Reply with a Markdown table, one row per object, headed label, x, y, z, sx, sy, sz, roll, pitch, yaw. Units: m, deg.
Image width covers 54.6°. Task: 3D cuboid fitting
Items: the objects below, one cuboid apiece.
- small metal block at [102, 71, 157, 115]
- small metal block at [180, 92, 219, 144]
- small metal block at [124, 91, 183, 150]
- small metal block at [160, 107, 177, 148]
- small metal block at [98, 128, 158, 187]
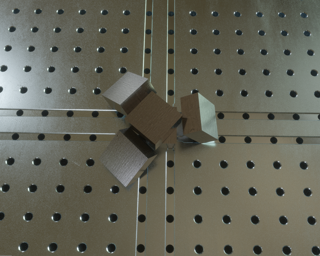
| label | x | y | z | sx | sy | sz | roll | pitch | yaw |
| --- | --- | --- | --- | --- | --- | --- | --- | --- | --- |
| small metal block | -0.041 | -0.046 | 0.415 | 0.050 | 0.025 | 0.050 | -45 | 40 | -15 |
| small metal block | 0.051 | -0.011 | 0.400 | 0.025 | 0.050 | 0.050 | -15 | 67 | 30 |
| small metal block | -0.008 | -0.009 | 0.388 | 0.050 | 0.025 | 0.050 | 40 | 74 | 12 |
| small metal block | -0.003 | -0.001 | 0.412 | 0.050 | 0.025 | 0.050 | 1 | 73 | 0 |
| small metal block | -0.040 | 0.036 | 0.385 | 0.050 | 0.025 | 0.050 | 43 | 113 | 14 |
